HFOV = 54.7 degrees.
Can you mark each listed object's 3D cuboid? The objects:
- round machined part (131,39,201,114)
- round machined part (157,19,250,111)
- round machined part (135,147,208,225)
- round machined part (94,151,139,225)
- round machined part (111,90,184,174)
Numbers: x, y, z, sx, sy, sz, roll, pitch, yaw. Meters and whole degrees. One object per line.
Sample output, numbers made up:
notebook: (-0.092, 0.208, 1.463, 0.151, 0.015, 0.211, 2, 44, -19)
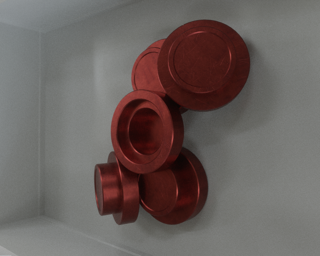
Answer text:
round machined part: (0.002, -0.064, 0.390, 0.098, 0.042, 0.097, 0, 90, 39)
round machined part: (0.045, -0.068, 0.328, 0.098, 0.042, 0.097, 0, 87, 9)
round machined part: (0.007, 0.072, 0.386, 0.098, 0.042, 0.097, 0, 90, 39)
round machined part: (-0.062, 0.080, 0.415, 0.098, 0.042, 0.097, 177, 90, -69)
round machined part: (-0.011, 0.004, 0.372, 0.098, 0.042, 0.097, 0, 90, 39)
